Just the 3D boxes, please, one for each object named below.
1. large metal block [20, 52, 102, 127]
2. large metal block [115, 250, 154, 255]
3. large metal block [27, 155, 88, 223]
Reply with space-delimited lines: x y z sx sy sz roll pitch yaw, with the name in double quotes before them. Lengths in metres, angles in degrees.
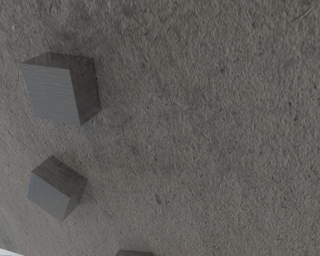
"large metal block" -0.134 -0.055 0.427 0.080 0.050 0.079 11 123 22
"large metal block" -0.043 0.282 0.588 0.080 0.050 0.080 -11 113 33
"large metal block" -0.185 0.109 0.556 0.080 0.050 0.079 32 129 7
